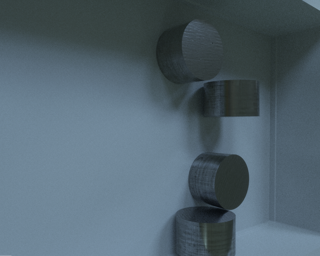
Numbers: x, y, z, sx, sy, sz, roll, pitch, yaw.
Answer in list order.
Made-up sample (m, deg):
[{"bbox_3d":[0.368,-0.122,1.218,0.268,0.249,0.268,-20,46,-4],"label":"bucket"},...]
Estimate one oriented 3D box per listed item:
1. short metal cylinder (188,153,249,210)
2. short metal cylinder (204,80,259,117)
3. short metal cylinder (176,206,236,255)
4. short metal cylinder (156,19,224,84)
[{"bbox_3d":[0.089,0.078,0.465,0.081,0.050,0.080,0,90,-40],"label":"short metal cylinder"},{"bbox_3d":[0.105,-0.041,0.459,0.081,0.080,0.050,-2,91,-40],"label":"short metal cylinder"},{"bbox_3d":[0.062,0.142,0.423,0.081,0.080,0.050,0,90,-40],"label":"short metal cylinder"},{"bbox_3d":[0.042,-0.103,0.425,0.081,0.050,0.080,0,90,-40],"label":"short metal cylinder"}]
